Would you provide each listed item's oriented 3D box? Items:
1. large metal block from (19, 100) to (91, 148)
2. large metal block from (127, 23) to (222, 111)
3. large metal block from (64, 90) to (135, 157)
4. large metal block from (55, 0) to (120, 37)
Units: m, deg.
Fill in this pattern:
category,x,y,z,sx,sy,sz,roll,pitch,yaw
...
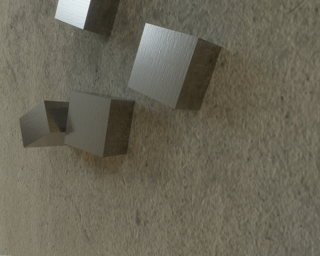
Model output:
category,x,y,z,sx,sy,sz,roll,pitch,yaw
large metal block,-0.168,-0.005,0.504,0.080,0.081,0.050,-24,75,37
large metal block,0.016,-0.073,0.374,0.080,0.050,0.079,29,108,36
large metal block,-0.089,-0.008,0.455,0.080,0.050,0.079,14,99,33
large metal block,-0.110,-0.194,0.477,0.080,0.050,0.079,30,109,35
